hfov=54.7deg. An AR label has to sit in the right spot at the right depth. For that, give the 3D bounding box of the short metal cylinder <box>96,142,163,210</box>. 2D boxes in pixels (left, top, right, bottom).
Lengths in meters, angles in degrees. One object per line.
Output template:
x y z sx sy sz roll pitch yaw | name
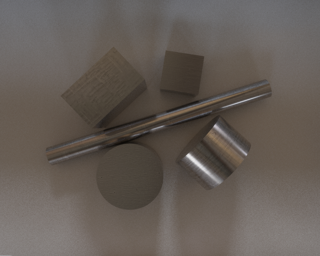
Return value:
-0.036 0.058 0.396 0.081 0.050 0.079 0 90 -1 | short metal cylinder

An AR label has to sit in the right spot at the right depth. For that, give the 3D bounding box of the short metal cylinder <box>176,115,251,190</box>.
0.065 0.030 0.384 0.050 0.080 0.080 43 90 -1 | short metal cylinder

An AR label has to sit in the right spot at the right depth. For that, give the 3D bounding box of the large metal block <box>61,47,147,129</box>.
-0.063 -0.045 0.382 0.080 0.080 0.050 -43 91 0 | large metal block

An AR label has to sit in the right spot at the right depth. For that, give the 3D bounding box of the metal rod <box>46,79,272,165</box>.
-0.001 -0.008 0.410 0.302 0.025 0.025 -17 90 -1 | metal rod

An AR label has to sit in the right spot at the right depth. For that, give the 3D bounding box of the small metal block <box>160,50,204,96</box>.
0.028 -0.072 0.410 0.050 0.025 0.050 9 90 -1 | small metal block
